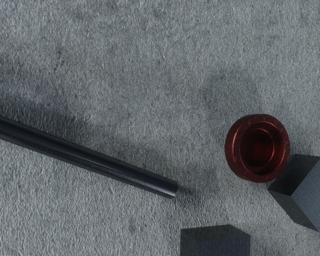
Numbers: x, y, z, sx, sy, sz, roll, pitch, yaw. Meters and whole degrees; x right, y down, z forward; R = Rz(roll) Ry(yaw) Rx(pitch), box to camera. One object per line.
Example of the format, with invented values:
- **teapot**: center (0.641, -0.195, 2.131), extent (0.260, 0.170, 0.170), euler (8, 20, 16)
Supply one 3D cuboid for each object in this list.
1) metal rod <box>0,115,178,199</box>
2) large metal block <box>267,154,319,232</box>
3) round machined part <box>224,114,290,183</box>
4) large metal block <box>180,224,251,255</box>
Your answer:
- **metal rod**: center (-0.113, 0.027, 0.367), extent (0.302, 0.025, 0.025), euler (24, 82, -19)
- **large metal block**: center (0.230, 0.099, 0.483), extent (0.080, 0.050, 0.080), euler (-45, 104, -15)
- **round machined part**: center (0.136, 0.029, 0.452), extent (0.099, 0.042, 0.097), euler (0, 90, -21)
- **large metal block**: center (0.074, 0.183, 0.425), extent (0.081, 0.050, 0.079), euler (2, 90, -21)
